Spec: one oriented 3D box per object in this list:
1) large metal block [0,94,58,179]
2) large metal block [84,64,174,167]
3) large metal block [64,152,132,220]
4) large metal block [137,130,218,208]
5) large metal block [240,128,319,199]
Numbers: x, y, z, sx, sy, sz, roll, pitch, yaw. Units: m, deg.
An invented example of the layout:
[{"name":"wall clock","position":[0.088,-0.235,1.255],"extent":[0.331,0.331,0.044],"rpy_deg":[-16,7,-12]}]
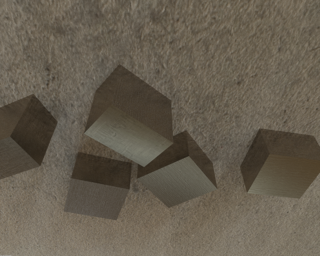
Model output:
[{"name":"large metal block","position":[-0.184,0.013,0.379],"extent":[0.080,0.080,0.050],"rpy_deg":[-19,128,15]},{"name":"large metal block","position":[-0.033,-0.015,0.358],"extent":[0.080,0.080,0.050],"rpy_deg":[33,123,-25]},{"name":"large metal block","position":[-0.093,0.089,0.465],"extent":[0.081,0.050,0.079],"rpy_deg":[14,129,-12]},{"name":"large metal block","position":[0.025,0.061,0.443],"extent":[0.080,0.050,0.080],"rpy_deg":[-27,126,20]},{"name":"large metal block","position":[0.170,0.052,0.437],"extent":[0.081,0.050,0.079],"rpy_deg":[7,130,-7]}]
